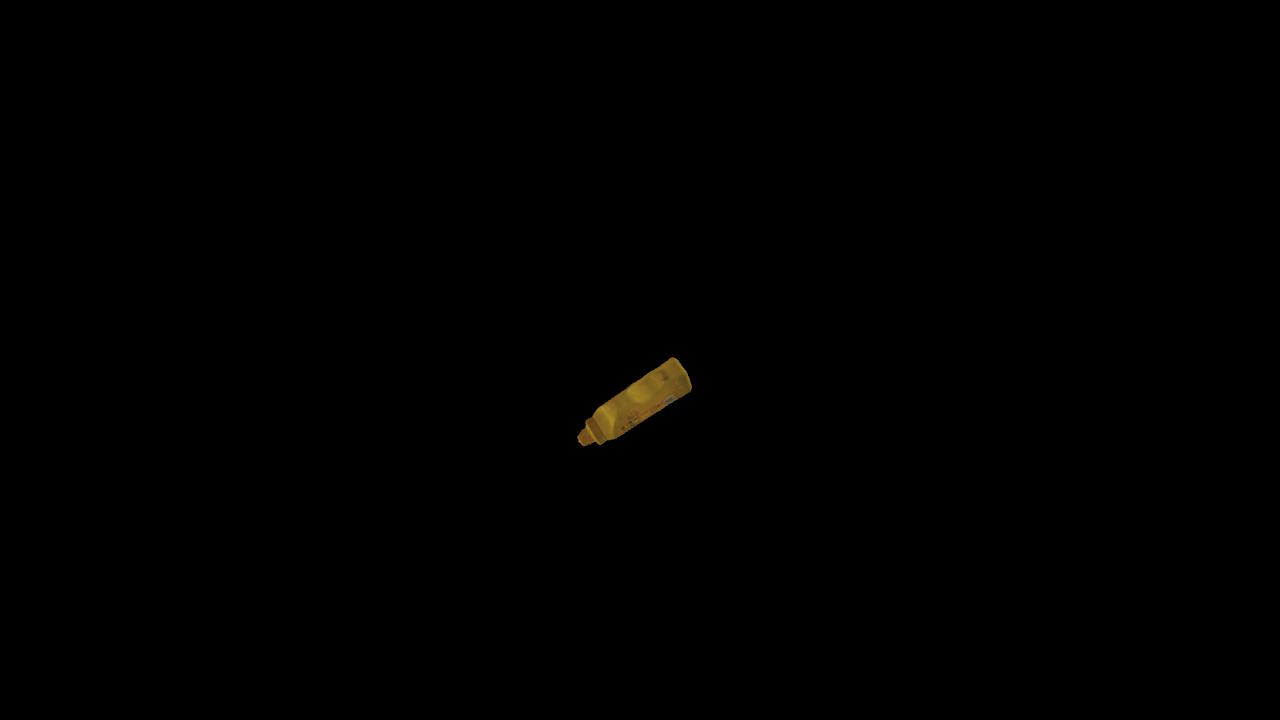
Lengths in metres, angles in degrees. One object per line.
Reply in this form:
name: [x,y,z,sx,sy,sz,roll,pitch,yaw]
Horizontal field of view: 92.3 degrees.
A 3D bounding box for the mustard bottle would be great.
mustard bottle: [-0.012,0.070,0.905,0.184,0.054,0.092,-33,-14,-5]
